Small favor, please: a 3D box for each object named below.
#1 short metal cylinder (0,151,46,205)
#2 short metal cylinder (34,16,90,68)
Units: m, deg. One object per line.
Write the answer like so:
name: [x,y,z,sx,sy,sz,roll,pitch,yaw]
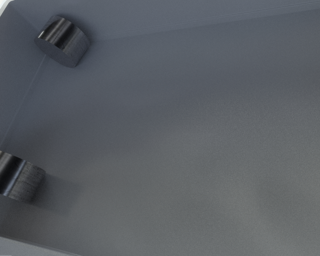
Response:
short metal cylinder: [-0.211,0.069,0.436,0.080,0.080,0.050,8,66,31]
short metal cylinder: [-0.174,-0.152,0.552,0.080,0.080,0.050,18,72,35]
